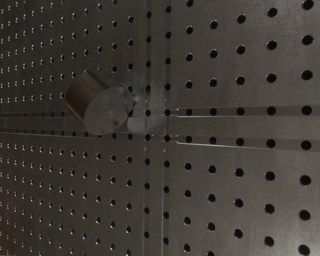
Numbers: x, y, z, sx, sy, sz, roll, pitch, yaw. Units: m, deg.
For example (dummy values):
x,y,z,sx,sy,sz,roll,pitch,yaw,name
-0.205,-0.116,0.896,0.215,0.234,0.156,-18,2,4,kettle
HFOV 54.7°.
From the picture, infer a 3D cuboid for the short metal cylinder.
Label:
x,y,z,sx,sy,sz,roll,pitch,yaw,name
-0.086,-0.036,0.442,0.050,0.081,0.079,41,115,32,short metal cylinder
